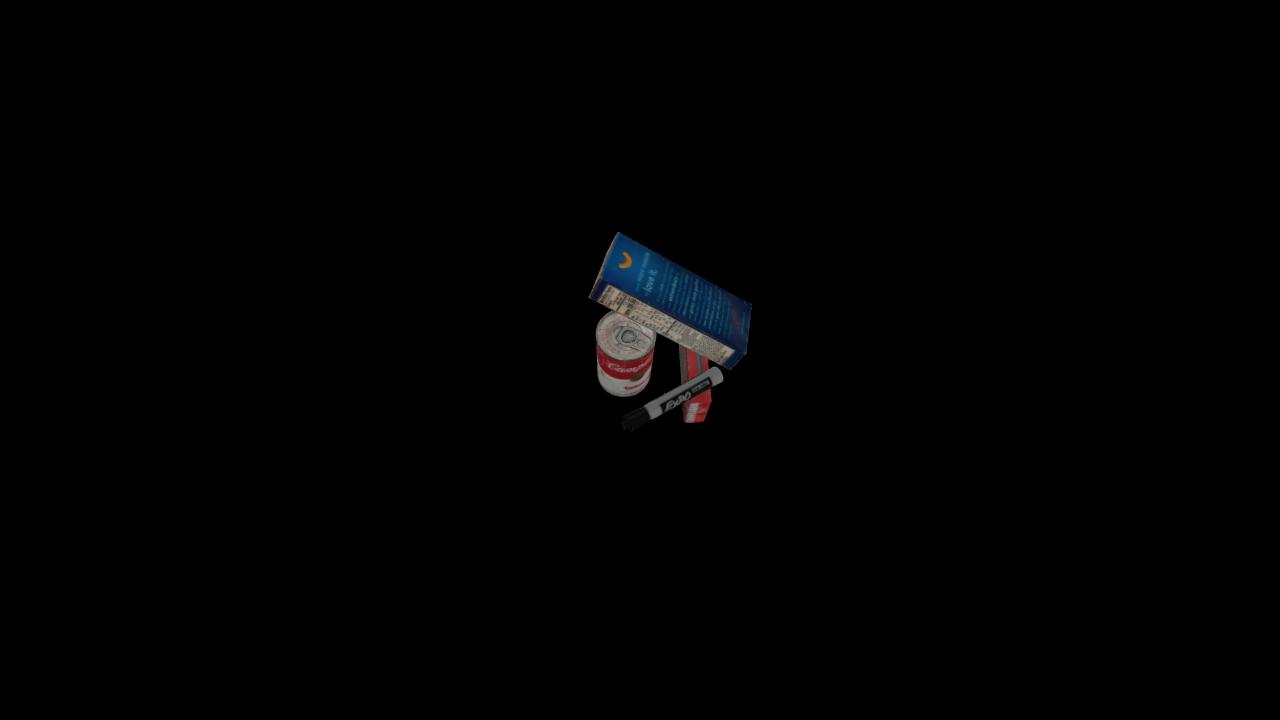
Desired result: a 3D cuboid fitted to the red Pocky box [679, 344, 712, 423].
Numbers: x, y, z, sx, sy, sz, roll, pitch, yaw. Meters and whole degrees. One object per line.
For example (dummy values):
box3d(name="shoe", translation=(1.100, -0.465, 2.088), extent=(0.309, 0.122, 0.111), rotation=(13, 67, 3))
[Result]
box3d(name="red Pocky box", translation=(0.064, -0.010, 0.738), extent=(0.028, 0.155, 0.083), rotation=(-2, -21, -1))

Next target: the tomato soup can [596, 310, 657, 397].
box3d(name="tomato soup can", translation=(-0.018, -0.006, 0.716), extent=(0.068, 0.068, 0.101), rotation=(0, -28, -4))

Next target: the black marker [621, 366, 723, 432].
box3d(name="black marker", translation=(0.033, 0.040, 0.633), extent=(0.121, 0.020, 0.020), rotation=(-27, 10, -21))

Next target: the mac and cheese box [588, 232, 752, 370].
box3d(name="mac and cheese box", translation=(0.039, -0.067, 0.704), extent=(0.184, 0.093, 0.041), rotation=(27, -45, -11))
